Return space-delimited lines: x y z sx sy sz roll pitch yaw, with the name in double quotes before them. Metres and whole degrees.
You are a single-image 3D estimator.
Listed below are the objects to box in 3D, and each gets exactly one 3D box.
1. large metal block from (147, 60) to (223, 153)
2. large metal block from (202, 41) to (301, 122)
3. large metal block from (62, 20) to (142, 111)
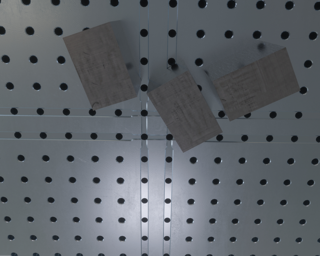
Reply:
"large metal block" 0.028 -0.030 0.373 0.050 0.080 0.080 -29 108 10
"large metal block" 0.102 -0.058 0.363 0.080 0.080 0.050 -24 108 8
"large metal block" -0.060 -0.075 0.356 0.050 0.080 0.080 -17 109 6
